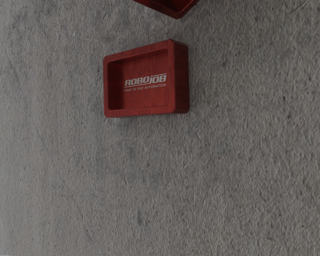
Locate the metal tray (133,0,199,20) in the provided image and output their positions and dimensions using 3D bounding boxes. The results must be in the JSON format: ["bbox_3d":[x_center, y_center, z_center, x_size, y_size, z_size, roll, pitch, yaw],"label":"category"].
[{"bbox_3d":[0.033,-0.183,0.335,0.130,0.091,0.030,-37,67,34],"label":"metal tray"}]

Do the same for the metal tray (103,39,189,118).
[{"bbox_3d":[-0.023,-0.061,0.420,0.130,0.030,0.089,-2,89,40],"label":"metal tray"}]
